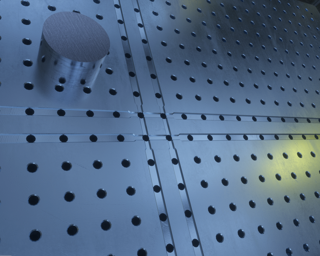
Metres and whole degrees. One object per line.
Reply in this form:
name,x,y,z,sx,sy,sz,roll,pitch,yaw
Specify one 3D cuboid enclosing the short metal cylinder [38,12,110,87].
short metal cylinder,-0.110,-0.100,0.395,0.081,0.050,0.080,14,56,-21
